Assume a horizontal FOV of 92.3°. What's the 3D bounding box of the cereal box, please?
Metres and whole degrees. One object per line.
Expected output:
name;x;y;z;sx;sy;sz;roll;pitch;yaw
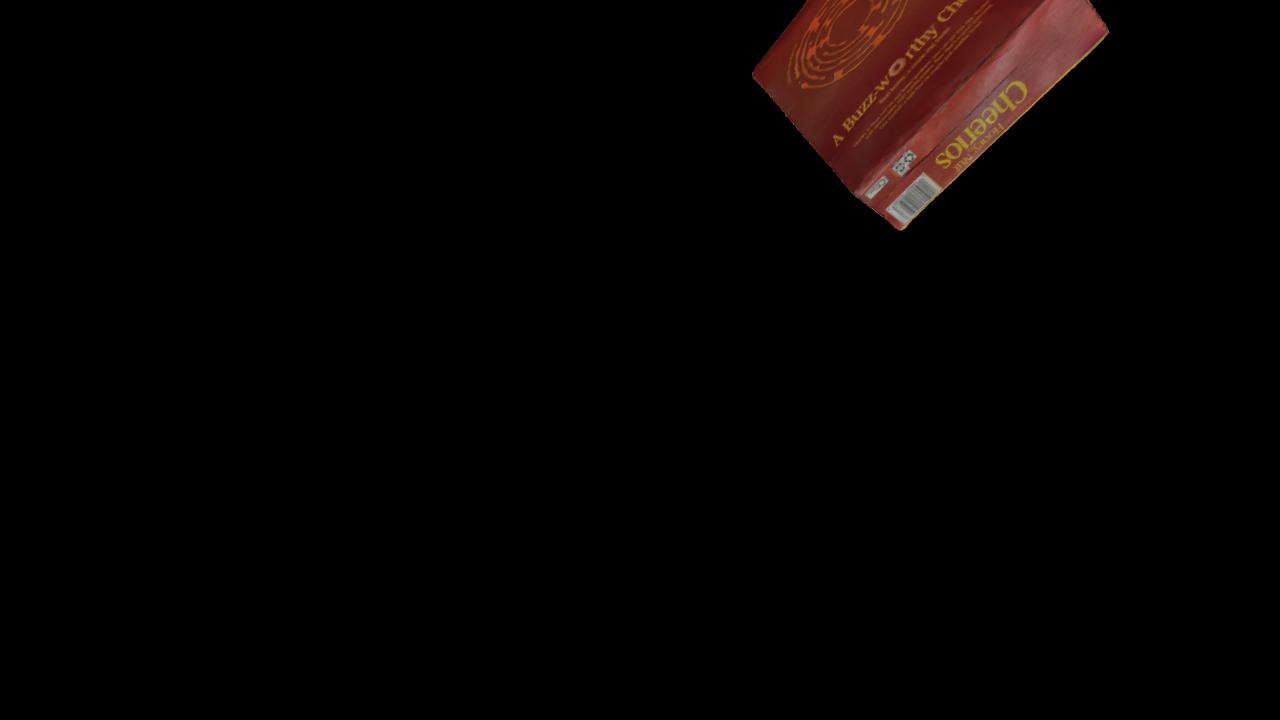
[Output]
cereal box;0.240;-0.292;0.593;0.081;0.306;0.203;23;-57;-30
